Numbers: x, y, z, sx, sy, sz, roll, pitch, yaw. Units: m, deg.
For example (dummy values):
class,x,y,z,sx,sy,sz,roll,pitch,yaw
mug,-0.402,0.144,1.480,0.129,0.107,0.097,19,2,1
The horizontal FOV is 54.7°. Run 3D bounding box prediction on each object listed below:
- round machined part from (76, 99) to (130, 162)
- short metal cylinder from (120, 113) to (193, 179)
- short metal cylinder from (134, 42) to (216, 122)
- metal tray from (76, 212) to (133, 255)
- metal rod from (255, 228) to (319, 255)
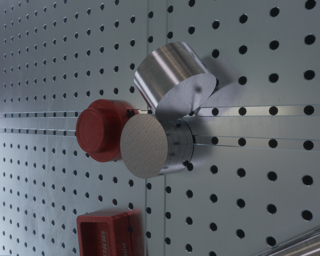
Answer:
class,x,y,z,sx,sy,sz,roll,pitch,yaw
round machined part,-0.092,0.004,0.474,0.098,0.042,0.097,0,90,40
short metal cylinder,-0.005,0.022,0.397,0.080,0.050,0.080,1,91,41
short metal cylinder,0.017,-0.052,0.359,0.080,0.081,0.050,-47,62,30
metal tray,-0.084,0.198,0.475,0.090,0.030,0.129,-13,82,39
metal rod,0.064,0.182,0.356,0.299,0.025,0.025,-42,65,32
